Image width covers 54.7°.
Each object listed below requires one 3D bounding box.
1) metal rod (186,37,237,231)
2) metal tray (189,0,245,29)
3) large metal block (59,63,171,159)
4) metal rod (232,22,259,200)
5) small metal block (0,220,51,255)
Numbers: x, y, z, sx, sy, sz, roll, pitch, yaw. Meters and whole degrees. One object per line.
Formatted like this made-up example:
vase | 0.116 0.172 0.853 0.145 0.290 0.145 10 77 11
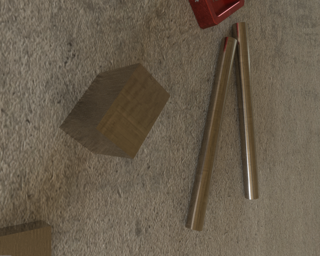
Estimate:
metal rod | 0.081 0.002 0.474 0.025 0.025 0.299 21 77 -39
metal tray | 0.072 -0.228 0.463 0.090 0.030 0.130 -42 116 -32
large metal block | -0.048 -0.017 0.330 0.050 0.080 0.080 44 63 -32
metal rod | 0.147 -0.026 0.531 0.025 0.025 0.298 -9 96 -40
small metal block | -0.133 0.120 0.295 0.050 0.025 0.050 0 90 -40
